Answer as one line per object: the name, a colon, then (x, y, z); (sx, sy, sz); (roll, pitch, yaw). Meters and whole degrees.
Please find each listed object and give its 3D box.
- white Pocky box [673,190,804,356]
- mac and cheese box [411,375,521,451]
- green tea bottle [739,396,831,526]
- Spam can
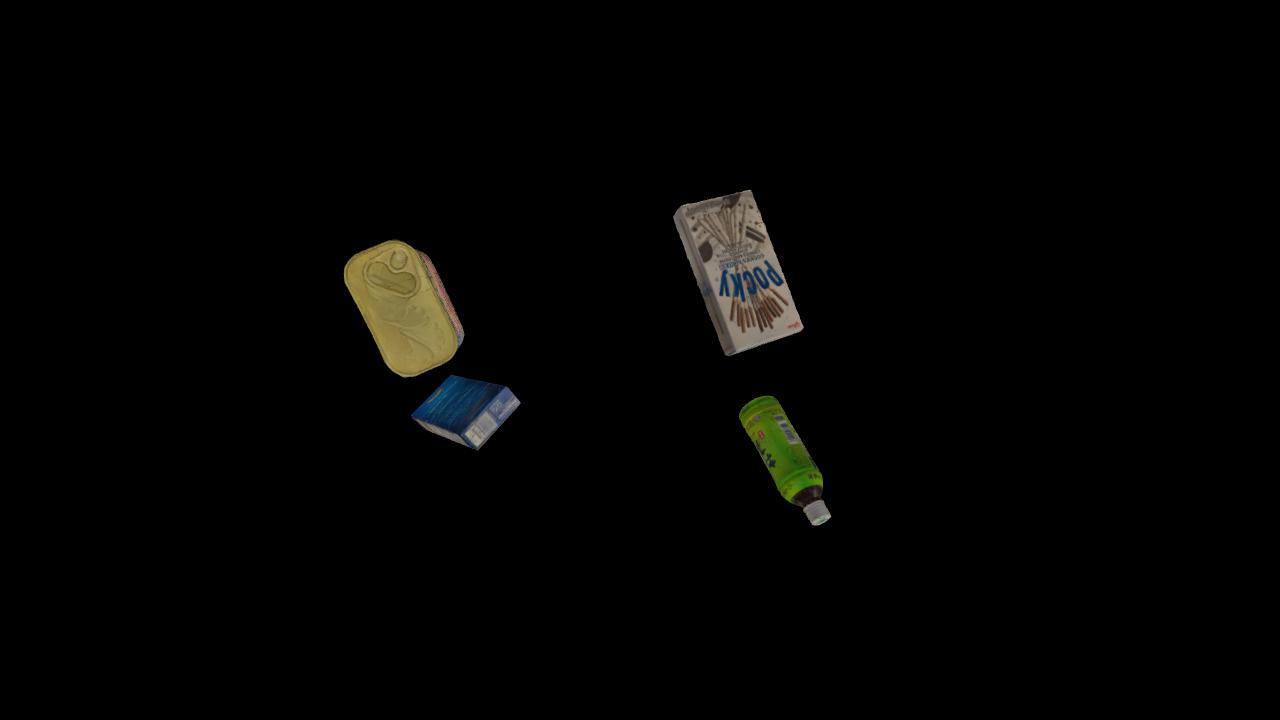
white Pocky box: (0.097, -0.088, 0.613); (0.084, 0.154, 0.028); (-18, -6, -19)
mac and cheese box: (-0.260, 0.073, 0.904); (0.184, 0.093, 0.041); (6, -39, 50)
green tea bottle: (0.225, 0.152, 0.940); (0.073, 0.073, 0.212); (0, 44, -27)
Spam can: (-0.188, -0.043, 0.507); (0.058, 0.101, 0.085); (-24, 10, -7)
